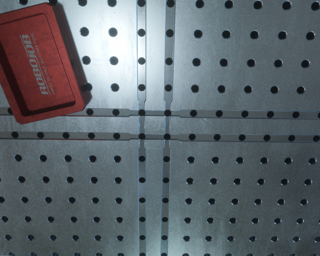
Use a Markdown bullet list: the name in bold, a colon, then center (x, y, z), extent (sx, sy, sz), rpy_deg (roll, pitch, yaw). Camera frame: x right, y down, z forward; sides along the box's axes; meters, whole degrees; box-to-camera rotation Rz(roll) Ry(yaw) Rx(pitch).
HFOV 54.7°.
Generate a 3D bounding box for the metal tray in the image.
- **metal tray**: center (-0.151, -0.077, 0.380), extent (0.090, 0.030, 0.129), rpy_deg (-13, 110, 4)
